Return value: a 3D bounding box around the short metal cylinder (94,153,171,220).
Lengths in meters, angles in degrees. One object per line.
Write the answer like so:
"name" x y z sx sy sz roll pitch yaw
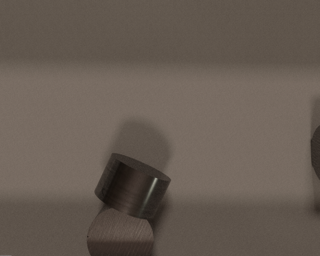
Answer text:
"short metal cylinder" -0.033 0.071 0.384 0.080 0.080 0.050 25 90 -1

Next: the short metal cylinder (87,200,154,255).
"short metal cylinder" -0.048 0.135 0.398 0.081 0.050 0.079 0 90 -1

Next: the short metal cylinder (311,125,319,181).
"short metal cylinder" 0.233 0.033 0.387 0.050 0.080 0.079 -2 90 0
